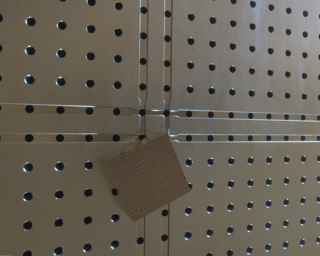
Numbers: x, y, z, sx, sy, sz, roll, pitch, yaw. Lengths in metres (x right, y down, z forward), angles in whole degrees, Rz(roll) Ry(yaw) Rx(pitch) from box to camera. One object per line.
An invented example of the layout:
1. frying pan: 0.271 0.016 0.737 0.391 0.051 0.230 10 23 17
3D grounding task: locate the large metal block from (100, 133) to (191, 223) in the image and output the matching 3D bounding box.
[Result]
1. large metal block: -0.019 0.058 0.393 0.081 0.050 0.080 -25 99 -19
